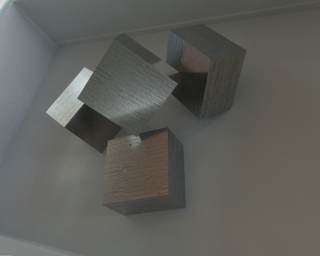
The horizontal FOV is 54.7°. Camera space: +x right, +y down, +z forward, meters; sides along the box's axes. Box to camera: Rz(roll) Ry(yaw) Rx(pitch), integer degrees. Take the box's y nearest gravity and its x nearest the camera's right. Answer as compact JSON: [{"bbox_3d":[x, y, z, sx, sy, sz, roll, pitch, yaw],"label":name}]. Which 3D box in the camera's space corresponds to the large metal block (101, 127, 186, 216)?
[{"bbox_3d":[-0.017,0.053,0.366,0.080,0.050,0.080,-13,56,21],"label":"large metal block"}]

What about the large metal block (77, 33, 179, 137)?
[{"bbox_3d":[-0.035,-0.050,0.359,0.080,0.080,0.050,-52,11,22],"label":"large metal block"}]

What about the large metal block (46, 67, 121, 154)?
[{"bbox_3d":[-0.094,-0.023,0.434,0.050,0.080,0.080,30,79,38],"label":"large metal block"}]

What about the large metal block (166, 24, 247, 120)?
[{"bbox_3d":[0.050,-0.070,0.378,0.050,0.079,0.080,-19,46,-26],"label":"large metal block"}]
